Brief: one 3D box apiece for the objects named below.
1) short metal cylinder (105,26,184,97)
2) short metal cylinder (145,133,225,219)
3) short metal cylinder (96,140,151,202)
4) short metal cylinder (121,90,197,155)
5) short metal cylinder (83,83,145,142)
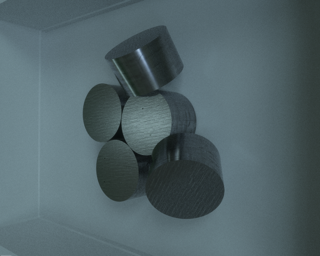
[{"bbox_3d":[-0.018,-0.081,0.373,0.080,0.080,0.050,-4,126,39],"label":"short metal cylinder"},{"bbox_3d":[0.027,0.052,0.338,0.080,0.050,0.079,2,121,4],"label":"short metal cylinder"},{"bbox_3d":[-0.041,0.055,0.419,0.080,0.050,0.079,0,90,39],"label":"short metal cylinder"},{"bbox_3d":[-0.002,-0.007,0.388,0.080,0.050,0.079,0,90,39],"label":"short metal cylinder"},{"bbox_3d":[-0.064,-0.021,0.438,0.080,0.050,0.079,0,90,39],"label":"short metal cylinder"}]
